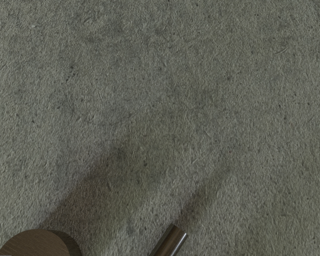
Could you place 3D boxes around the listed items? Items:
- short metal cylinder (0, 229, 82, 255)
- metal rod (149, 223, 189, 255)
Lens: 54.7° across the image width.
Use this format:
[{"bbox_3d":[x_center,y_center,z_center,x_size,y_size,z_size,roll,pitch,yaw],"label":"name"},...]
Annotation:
[{"bbox_3d":[-0.131,0.153,0.338,0.081,0.050,0.080,0,70,0],"label":"short metal cylinder"},{"bbox_3d":[-0.065,0.234,0.322,0.025,0.025,0.300,34,73,11],"label":"metal rod"}]
